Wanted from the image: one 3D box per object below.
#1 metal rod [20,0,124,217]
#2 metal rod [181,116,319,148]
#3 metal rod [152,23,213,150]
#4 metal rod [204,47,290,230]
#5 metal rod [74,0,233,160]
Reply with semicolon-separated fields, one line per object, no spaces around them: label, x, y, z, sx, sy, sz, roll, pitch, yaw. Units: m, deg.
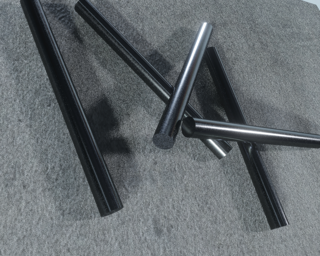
metal rod;-0.112;-0.041;0.369;0.025;0.025;0.299;-14;69;-34
metal rod;0.154;0.011;0.451;0.302;0.025;0.025;6;59;-37
metal rod;0.043;-0.082;0.453;0.025;0.025;0.301;31;44;-9
metal rod;0.123;0.000;0.471;0.025;0.025;0.299;-1;62;-29
metal rod;-0.012;-0.072;0.443;0.300;0.025;0.025;46;51;4
